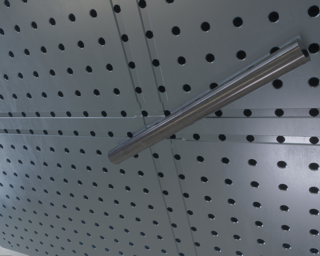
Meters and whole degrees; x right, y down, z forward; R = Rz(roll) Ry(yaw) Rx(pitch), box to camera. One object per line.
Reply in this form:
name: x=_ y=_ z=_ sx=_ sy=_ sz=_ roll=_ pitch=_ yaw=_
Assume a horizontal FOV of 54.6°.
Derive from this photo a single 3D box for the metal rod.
metal rod: x=0.033 y=-0.015 z=0.384 sx=0.299 sy=0.025 sz=0.025 roll=-30 pitch=102 yaw=38
